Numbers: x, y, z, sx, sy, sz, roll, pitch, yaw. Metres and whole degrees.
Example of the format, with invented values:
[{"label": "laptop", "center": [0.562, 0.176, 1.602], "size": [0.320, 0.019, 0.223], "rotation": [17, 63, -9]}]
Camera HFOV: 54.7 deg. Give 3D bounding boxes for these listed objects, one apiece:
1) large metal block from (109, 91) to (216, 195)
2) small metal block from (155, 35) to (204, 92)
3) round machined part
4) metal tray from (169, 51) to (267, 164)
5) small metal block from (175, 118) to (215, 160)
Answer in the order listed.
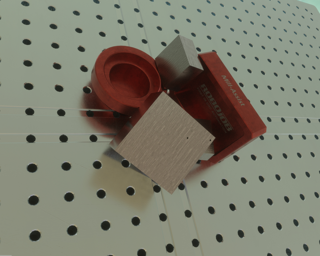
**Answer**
[{"label": "large metal block", "center": [0.001, 0.015, 0.356], "size": [0.080, 0.050, 0.080], "rotation": [41, 82, -15]}, {"label": "small metal block", "center": [0.024, -0.083, 0.405], "size": [0.025, 0.050, 0.050], "rotation": [9, 55, -41]}, {"label": "round machined part", "center": [-0.043, -0.058, 0.410], "size": [0.099, 0.042, 0.098], "rotation": [14, 56, -21]}, {"label": "metal tray", "center": [0.073, -0.027, 0.424], "size": [0.030, 0.090, 0.130], "rotation": [-19, 72, -36]}, {"label": "small metal block", "center": [0.043, 0.014, 0.418], "size": [0.050, 0.025, 0.050], "rotation": [6, 63, -13]}]
